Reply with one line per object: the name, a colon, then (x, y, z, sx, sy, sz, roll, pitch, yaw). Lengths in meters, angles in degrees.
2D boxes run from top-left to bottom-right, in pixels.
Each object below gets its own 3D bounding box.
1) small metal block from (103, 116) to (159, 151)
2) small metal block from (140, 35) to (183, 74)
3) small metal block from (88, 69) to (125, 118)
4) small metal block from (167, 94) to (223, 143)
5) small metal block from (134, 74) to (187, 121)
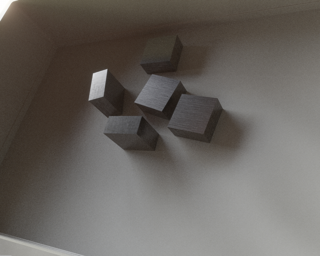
small metal block: (-0.036, 0.008, 0.404, 0.050, 0.050, 0.025, 1, 62, 28)
small metal block: (0.003, -0.112, 0.473, 0.050, 0.025, 0.050, 0, 62, 28)
small metal block: (-0.078, -0.050, 0.462, 0.025, 0.050, 0.050, -12, 57, 22)
small metal block: (0.045, -0.013, 0.390, 0.050, 0.025, 0.050, 11, 67, 33)
small metal block: (0.001, -0.044, 0.432, 0.050, 0.025, 0.050, 20, 72, 35)
